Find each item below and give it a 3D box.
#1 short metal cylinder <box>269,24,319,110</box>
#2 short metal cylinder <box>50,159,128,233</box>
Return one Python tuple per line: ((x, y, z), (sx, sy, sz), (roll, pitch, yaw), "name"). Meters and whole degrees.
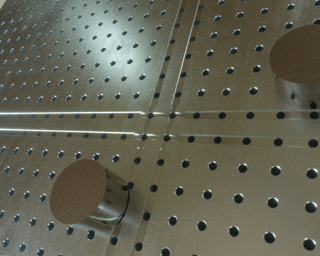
((0.168, -0.068, 0.346), (0.080, 0.050, 0.080), (-13, 56, 21), "short metal cylinder")
((-0.087, 0.085, 0.386), (0.080, 0.050, 0.080), (-13, 56, 21), "short metal cylinder")
